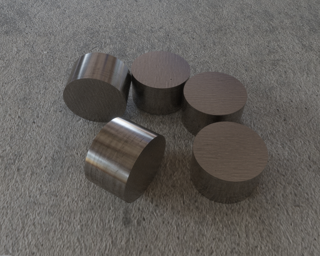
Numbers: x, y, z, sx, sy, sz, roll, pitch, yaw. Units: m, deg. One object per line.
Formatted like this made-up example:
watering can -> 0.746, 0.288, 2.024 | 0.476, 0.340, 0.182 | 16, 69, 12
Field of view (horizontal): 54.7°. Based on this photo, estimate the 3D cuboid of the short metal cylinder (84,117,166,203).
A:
short metal cylinder -> -0.036, 0.034, 0.339 | 0.050, 0.080, 0.080 | 25, 54, 19

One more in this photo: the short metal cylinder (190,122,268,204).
short metal cylinder -> 0.076, 0.039, 0.355 | 0.080, 0.050, 0.080 | 0, 50, 0

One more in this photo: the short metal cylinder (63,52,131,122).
short metal cylinder -> -0.081, -0.052, 0.411 | 0.080, 0.080, 0.050 | 3, 50, 3

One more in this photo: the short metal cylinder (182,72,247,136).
short metal cylinder -> 0.070, -0.030, 0.412 | 0.080, 0.050, 0.080 | 0, 50, 0

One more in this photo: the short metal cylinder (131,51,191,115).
short metal cylinder -> 0.000, -0.065, 0.439 | 0.081, 0.050, 0.080 | 2, 49, -2
